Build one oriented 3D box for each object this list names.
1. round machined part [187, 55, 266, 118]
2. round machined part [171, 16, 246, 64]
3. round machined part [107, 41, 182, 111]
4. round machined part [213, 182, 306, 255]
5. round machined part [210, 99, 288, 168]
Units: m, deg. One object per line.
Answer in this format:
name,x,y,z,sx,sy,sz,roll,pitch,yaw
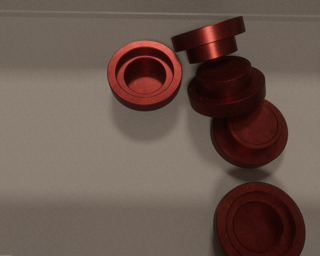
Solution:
round machined part,0.083,-0.059,0.397,0.098,0.042,0.098,-11,36,8
round machined part,0.068,-0.117,0.424,0.099,0.098,0.042,-19,104,-7
round machined part,-0.020,-0.067,0.425,0.099,0.042,0.098,0,70,-1
round machined part,0.111,0.115,0.360,0.099,0.042,0.098,0,70,-1
round machined part,0.118,0.000,0.402,0.099,0.042,0.098,0,70,-1
